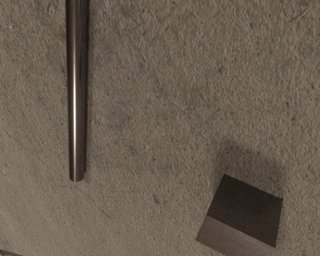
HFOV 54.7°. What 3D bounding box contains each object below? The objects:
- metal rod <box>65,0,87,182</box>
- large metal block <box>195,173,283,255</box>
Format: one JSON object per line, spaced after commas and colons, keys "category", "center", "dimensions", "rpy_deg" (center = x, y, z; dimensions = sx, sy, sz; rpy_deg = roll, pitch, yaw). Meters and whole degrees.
{"category": "metal rod", "center": [-0.120, -0.036, 0.445], "dimensions": [0.025, 0.025, 0.298], "rpy_deg": [21, 127, 15]}
{"category": "large metal block", "center": [0.100, 0.115, 0.389], "dimensions": [0.080, 0.080, 0.050], "rpy_deg": [23, 127, 13]}
